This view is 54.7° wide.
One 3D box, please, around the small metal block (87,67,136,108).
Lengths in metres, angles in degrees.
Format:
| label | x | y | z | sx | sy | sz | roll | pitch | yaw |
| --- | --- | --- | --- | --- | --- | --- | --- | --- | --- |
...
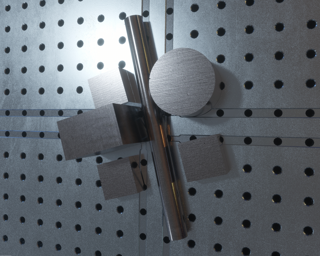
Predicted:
| label | x | y | z | sx | sy | sz | roll | pitch | yaw |
| --- | --- | --- | --- | --- | --- | --- | --- | --- | --- |
| small metal block | -0.068 | -0.052 | 0.435 | 0.050 | 0.025 | 0.050 | -18 | 84 | 18 |

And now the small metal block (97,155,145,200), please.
| label | x | y | z | sx | sy | sz | roll | pitch | yaw |
| --- | --- | --- | --- | --- | --- | --- | --- | --- | --- |
| small metal block | -0.054 | 0.069 | 0.431 | 0.050 | 0.025 | 0.050 | -16 | 85 | 19 |

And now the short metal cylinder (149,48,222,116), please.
| label | x | y | z | sx | sy | sz | roll | pitch | yaw |
| --- | --- | --- | --- | --- | --- | --- | --- | --- | --- |
| short metal cylinder | 0.033 | -0.054 | 0.387 | 0.080 | 0.050 | 0.079 | 0 | 90 | 19 |

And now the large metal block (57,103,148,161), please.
| label | x | y | z | sx | sy | sz | roll | pitch | yaw |
| --- | --- | --- | --- | --- | --- | --- | --- | --- | --- |
| large metal block | -0.072 | 0.005 | 0.406 | 0.080 | 0.080 | 0.050 | -16 | 85 | 19 |

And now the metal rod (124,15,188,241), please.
| label | x | y | z | sx | sy | sz | roll | pitch | yaw |
| --- | --- | --- | --- | --- | --- | --- | --- | --- | --- |
| metal rod | -0.006 | -0.004 | 0.413 | 0.025 | 0.025 | 0.298 | -13 | 86 | 19 |

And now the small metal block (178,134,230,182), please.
| label | x | y | z | sx | sy | sz | roll | pitch | yaw |
| --- | --- | --- | --- | --- | --- | --- | --- | --- | --- |
| small metal block | 0.055 | 0.038 | 0.392 | 0.050 | 0.025 | 0.050 | -15 | 85 | 19 |
